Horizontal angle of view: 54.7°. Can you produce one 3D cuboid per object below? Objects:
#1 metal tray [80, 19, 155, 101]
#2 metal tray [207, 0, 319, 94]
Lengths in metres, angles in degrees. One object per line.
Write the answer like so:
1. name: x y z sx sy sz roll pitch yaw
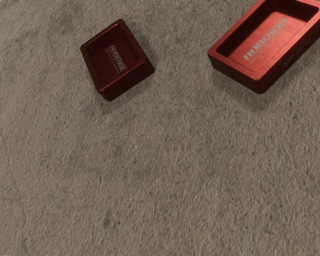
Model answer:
1. metal tray: -0.074 -0.114 0.507 0.090 0.030 0.130 -33 52 6
2. metal tray: 0.138 -0.115 0.398 0.130 0.030 0.090 -45 51 -4
